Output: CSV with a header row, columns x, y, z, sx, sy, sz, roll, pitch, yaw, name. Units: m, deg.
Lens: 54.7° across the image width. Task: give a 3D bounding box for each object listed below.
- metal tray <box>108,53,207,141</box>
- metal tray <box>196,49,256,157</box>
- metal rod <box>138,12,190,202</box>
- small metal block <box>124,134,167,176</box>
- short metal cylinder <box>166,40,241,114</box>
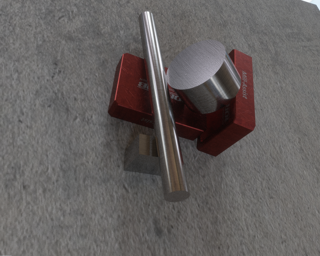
x,y,z,sx,sy,sz,roll,pitch,yaw,name
0.001,-0.042,0.429,0.131,0.030,0.090,17,55,-19,metal tray
0.091,-0.036,0.436,0.030,0.090,0.130,21,54,-16,metal tray
-0.002,-0.052,0.387,0.025,0.025,0.300,10,48,-23,metal rod
-0.010,0.033,0.364,0.050,0.050,0.025,12,57,-22,small metal block
0.055,-0.065,0.394,0.050,0.080,0.080,46,41,-41,short metal cylinder
